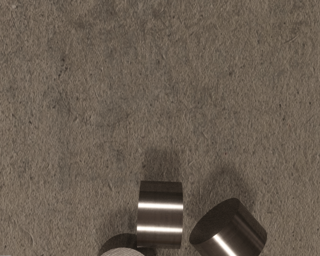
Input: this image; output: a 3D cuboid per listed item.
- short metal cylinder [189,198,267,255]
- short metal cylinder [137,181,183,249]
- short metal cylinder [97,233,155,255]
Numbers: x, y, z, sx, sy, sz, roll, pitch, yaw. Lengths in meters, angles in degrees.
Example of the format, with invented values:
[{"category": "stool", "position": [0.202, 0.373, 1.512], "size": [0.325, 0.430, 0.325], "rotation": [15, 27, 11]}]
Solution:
[{"category": "short metal cylinder", "position": [0.083, 0.133, 0.384], "size": [0.080, 0.080, 0.050], "rotation": [-41, 91, 0]}, {"category": "short metal cylinder", "position": [0.000, 0.106, 0.383], "size": [0.050, 0.080, 0.079], "rotation": [2, 90, 0]}, {"category": "short metal cylinder", "position": [-0.045, 0.183, 0.397], "size": [0.081, 0.050, 0.079], "rotation": [0, 90, -1]}]
